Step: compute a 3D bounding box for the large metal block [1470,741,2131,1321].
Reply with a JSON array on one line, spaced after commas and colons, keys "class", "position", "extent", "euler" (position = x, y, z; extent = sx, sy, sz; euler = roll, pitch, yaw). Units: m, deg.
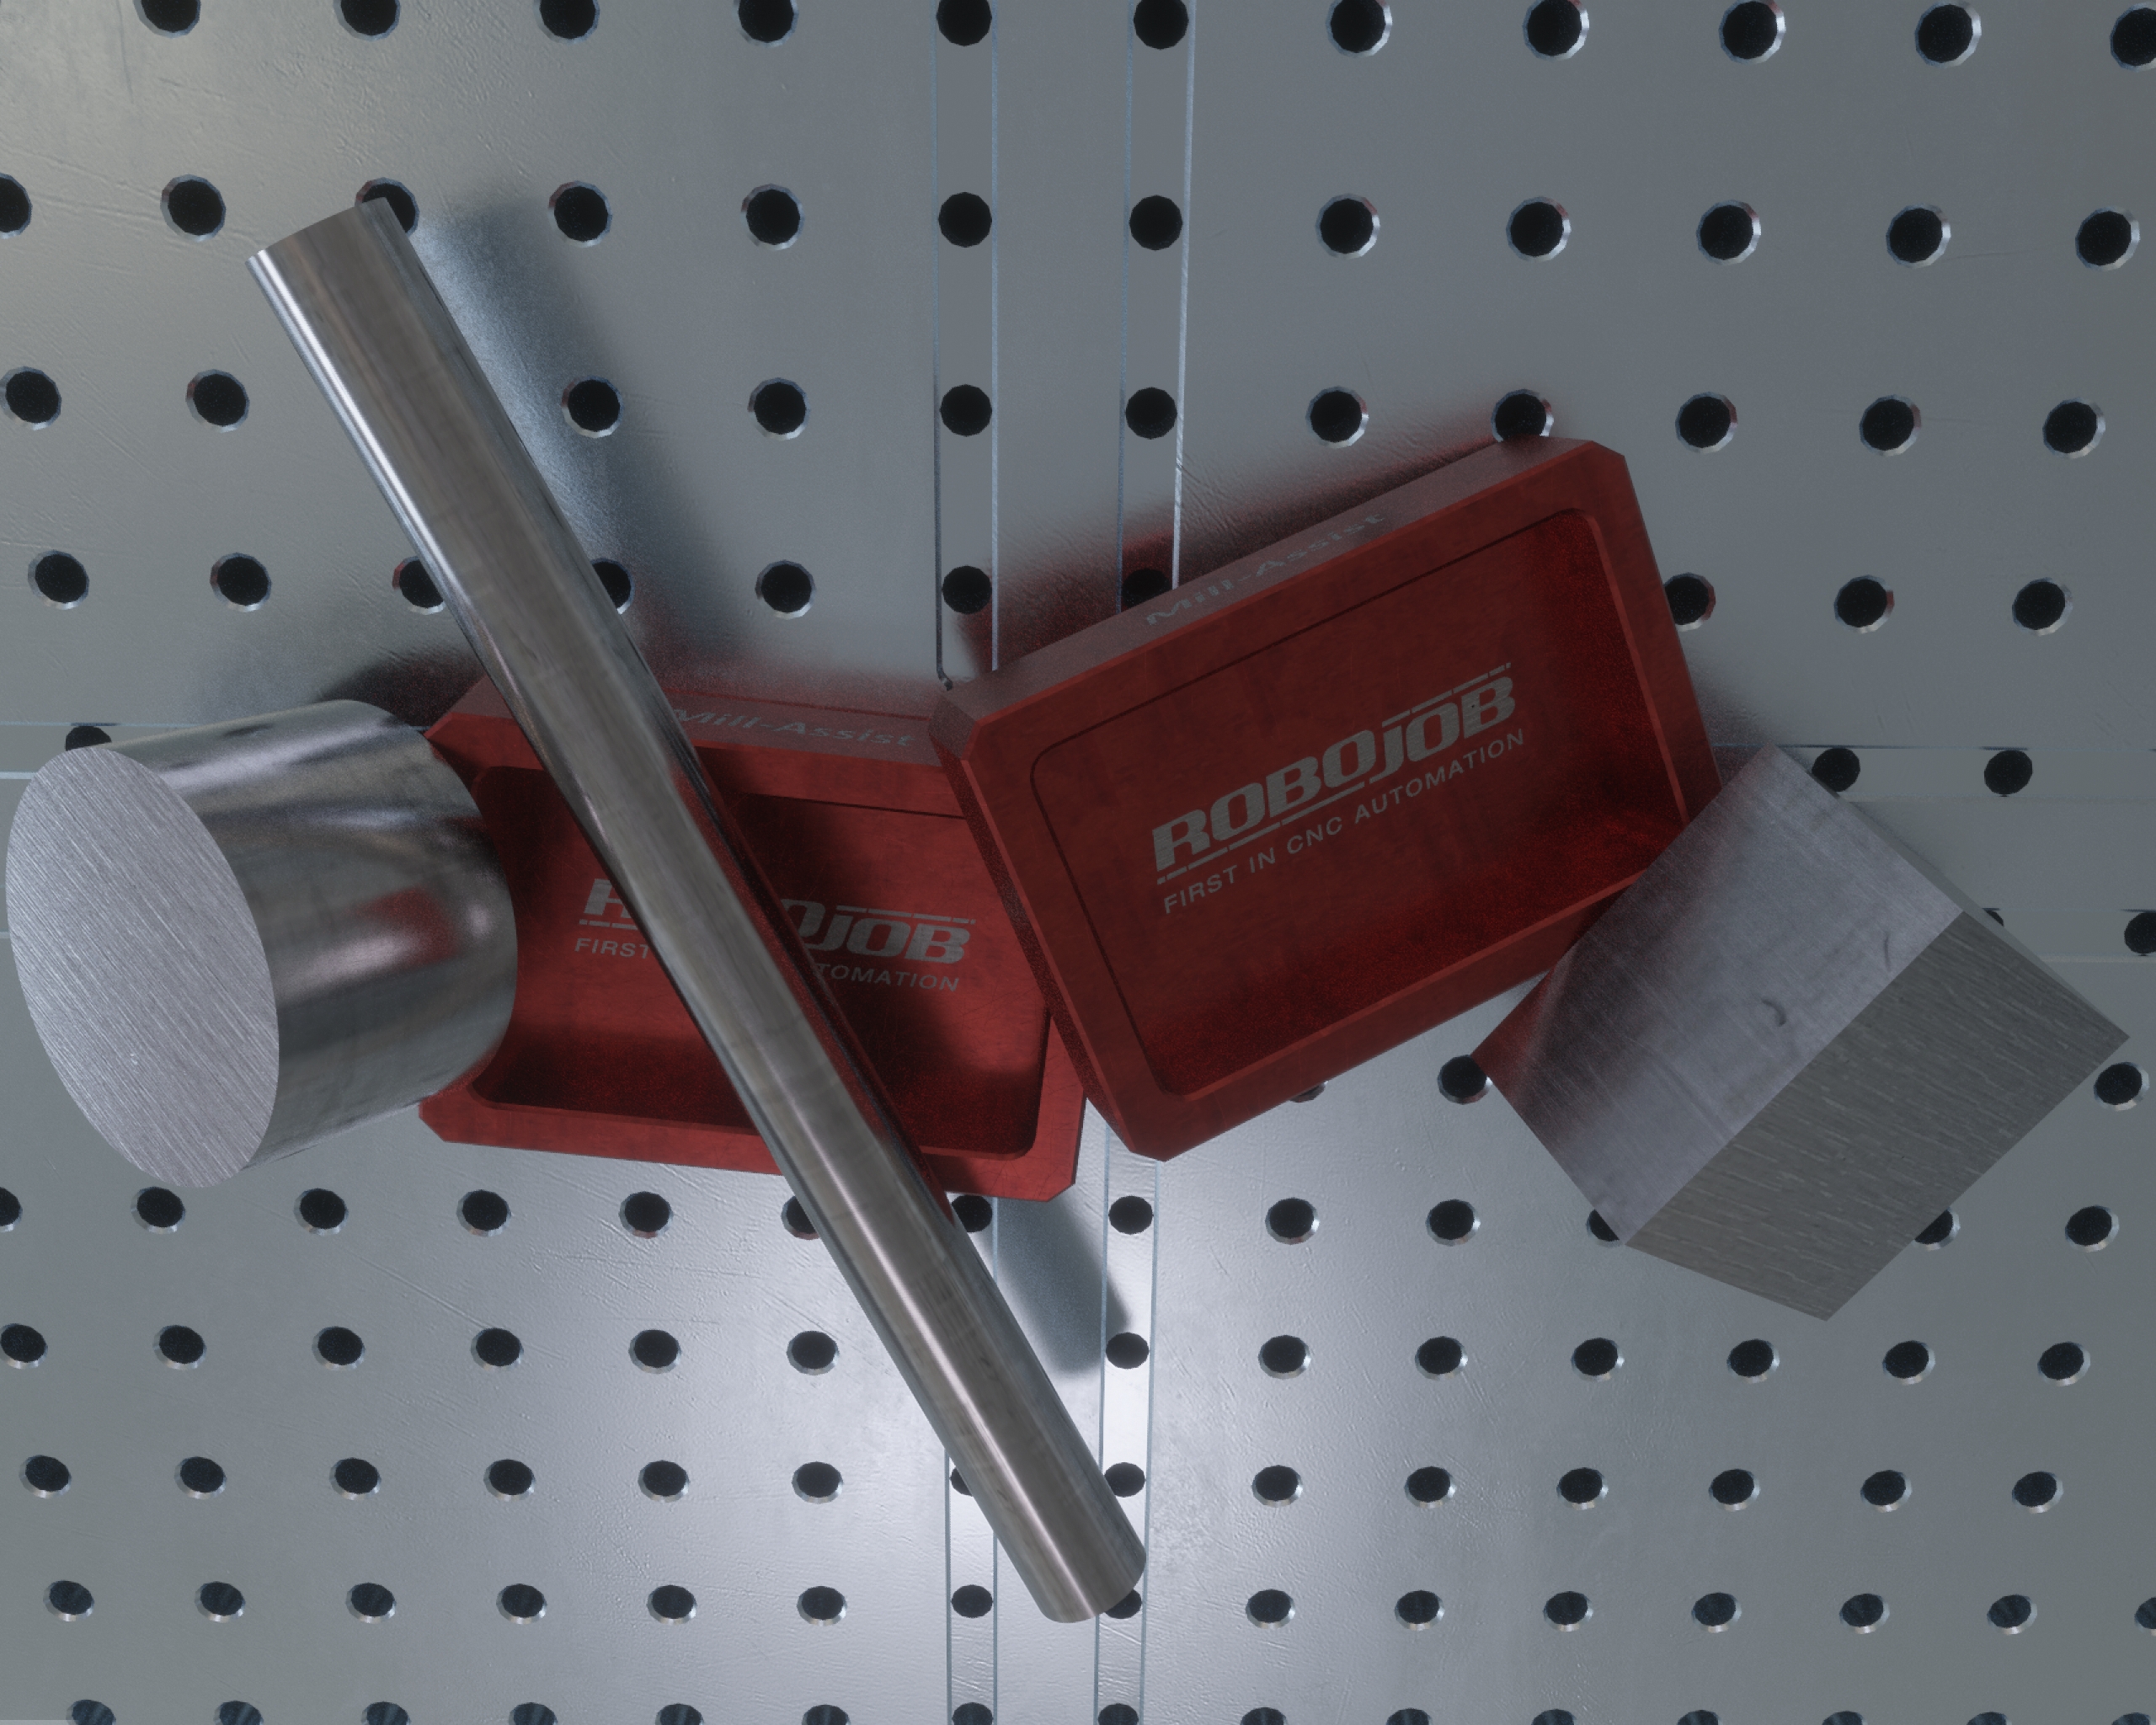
[{"class": "large metal block", "position": [0.137, 0.035, 0.395], "extent": [0.080, 0.050, 0.080], "euler": [25, 112, -42]}]

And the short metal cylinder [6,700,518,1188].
[{"class": "short metal cylinder", "position": [-0.150, 0.013, 0.384], "extent": [0.080, 0.050, 0.079], "euler": [10, 109, 33]}]

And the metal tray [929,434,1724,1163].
[{"class": "metal tray", "position": [0.050, -0.013, 0.386], "extent": [0.131, 0.030, 0.090], "euler": [-25, 109, -9]}]

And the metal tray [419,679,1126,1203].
[{"class": "metal tray", "position": [-0.061, 0.016, 0.415], "extent": [0.131, 0.030, 0.089], "euler": [6, 110, -3]}]

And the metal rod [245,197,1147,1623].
[{"class": "metal rod", "position": [-0.061, 0.023, 0.389], "extent": [0.025, 0.025, 0.299], "euler": [-24, 109, 8]}]
